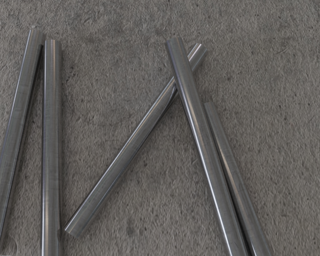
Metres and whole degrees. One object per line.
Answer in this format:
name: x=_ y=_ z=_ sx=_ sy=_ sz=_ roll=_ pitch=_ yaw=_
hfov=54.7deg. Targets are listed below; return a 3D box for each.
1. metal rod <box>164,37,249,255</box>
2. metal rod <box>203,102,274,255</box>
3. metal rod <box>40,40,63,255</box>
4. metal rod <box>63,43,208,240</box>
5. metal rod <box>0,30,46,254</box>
metal rod: x=0.056 y=0.025 z=0.383 sx=0.025 sy=0.025 sz=0.299 roll=-14 pitch=77 yaw=-5
metal rod: x=0.104 y=0.105 z=0.369 sx=0.025 sy=0.025 sz=0.299 roll=-15 pitch=71 yaw=-6
metal rod: x=-0.139 y=0.018 z=0.400 sx=0.025 sy=0.025 sz=0.299 roll=-6 pitch=70 yaw=-2
metal rod: x=-0.022 y=0.005 z=0.405 sx=0.025 sy=0.025 sz=0.300 roll=31 pitch=73 yaw=10
metal rod: x=-0.188 y=0.003 z=0.405 sx=0.025 sy=0.025 sz=0.299 roll=2 pitch=70 yaw=1
